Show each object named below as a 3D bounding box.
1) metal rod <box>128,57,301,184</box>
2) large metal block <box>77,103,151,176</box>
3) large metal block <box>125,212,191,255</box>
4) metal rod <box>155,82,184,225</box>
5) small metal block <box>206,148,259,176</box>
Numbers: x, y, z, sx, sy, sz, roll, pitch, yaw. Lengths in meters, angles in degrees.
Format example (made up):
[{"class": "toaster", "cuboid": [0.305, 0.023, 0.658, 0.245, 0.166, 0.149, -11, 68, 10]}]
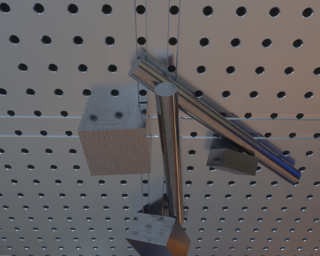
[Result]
[{"class": "metal rod", "cuboid": [0.088, 0.002, 0.413, 0.301, 0.025, 0.025, 32, 123, -24]}, {"class": "large metal block", "cuboid": [-0.055, 0.016, 0.408, 0.080, 0.050, 0.080, -3, 130, 2]}, {"class": "large metal block", "cuboid": [-0.002, 0.197, 0.545, 0.080, 0.050, 0.080, -1, 134, 30]}, {"class": "metal rod", "cuboid": [0.018, 0.061, 0.445, 0.025, 0.025, 0.298, -4, 136, 3]}, {"class": "small metal block", "cuboid": [0.101, 0.048, 0.436, 0.050, 0.025, 0.050, 17, 170, -14]}]
